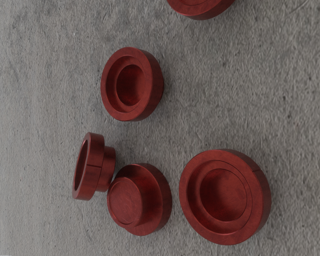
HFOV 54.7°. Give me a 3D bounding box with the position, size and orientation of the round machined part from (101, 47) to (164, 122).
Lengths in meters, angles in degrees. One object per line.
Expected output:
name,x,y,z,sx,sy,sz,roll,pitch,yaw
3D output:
round machined part,-0.033,-0.057,0.421,0.098,0.042,0.097,0,90,40

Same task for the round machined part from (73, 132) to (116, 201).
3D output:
round machined part,-0.095,0.058,0.454,0.098,0.042,0.097,-166,90,-69

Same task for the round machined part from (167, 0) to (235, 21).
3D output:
round machined part,0.055,-0.171,0.349,0.098,0.042,0.097,0,90,40

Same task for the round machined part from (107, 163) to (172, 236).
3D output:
round machined part,-0.035,0.098,0.423,0.098,0.042,0.097,0,90,40

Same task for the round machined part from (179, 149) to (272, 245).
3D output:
round machined part,0.072,0.071,0.334,0.098,0.042,0.097,0,90,40
